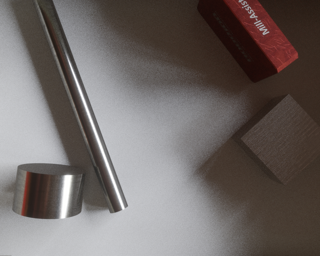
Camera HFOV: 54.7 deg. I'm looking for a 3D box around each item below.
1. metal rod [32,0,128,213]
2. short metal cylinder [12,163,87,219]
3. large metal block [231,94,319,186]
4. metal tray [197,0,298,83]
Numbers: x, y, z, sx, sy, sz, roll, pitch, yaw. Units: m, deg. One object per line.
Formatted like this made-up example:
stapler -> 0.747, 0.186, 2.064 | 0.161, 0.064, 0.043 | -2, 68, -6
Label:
metal rod -> -0.106, -0.033, 0.409 | 0.025, 0.025, 0.299 | -20, 90, 0
short metal cylinder -> -0.135, 0.075, 0.382 | 0.081, 0.080, 0.050 | 7, 90, -1
large metal block -> 0.155, 0.015, 0.401 | 0.080, 0.050, 0.080 | -43, 91, 0
metal tray -> 0.101, -0.121, 0.380 | 0.030, 0.090, 0.130 | -38, 90, 0
